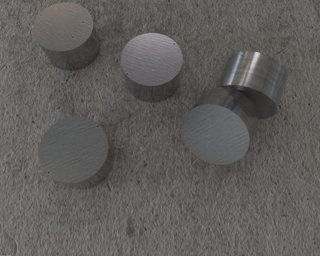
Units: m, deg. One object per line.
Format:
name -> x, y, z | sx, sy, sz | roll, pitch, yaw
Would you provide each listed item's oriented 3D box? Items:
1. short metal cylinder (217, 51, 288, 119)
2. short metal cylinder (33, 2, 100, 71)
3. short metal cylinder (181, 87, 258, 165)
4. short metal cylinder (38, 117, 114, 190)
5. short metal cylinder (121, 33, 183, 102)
short metal cylinder -> 0.116, -0.053, 0.399 | 0.080, 0.080, 0.050 | 21, 72, 7
short metal cylinder -> -0.130, -0.129, 0.441 | 0.081, 0.050, 0.080 | 0, 70, 0
short metal cylinder -> 0.072, -0.003, 0.373 | 0.080, 0.079, 0.050 | 29, 39, 10
short metal cylinder -> -0.100, 0.032, 0.382 | 0.081, 0.050, 0.080 | 0, 70, 0
short metal cylinder -> -0.011, -0.082, 0.424 | 0.081, 0.050, 0.080 | 0, 70, 0
